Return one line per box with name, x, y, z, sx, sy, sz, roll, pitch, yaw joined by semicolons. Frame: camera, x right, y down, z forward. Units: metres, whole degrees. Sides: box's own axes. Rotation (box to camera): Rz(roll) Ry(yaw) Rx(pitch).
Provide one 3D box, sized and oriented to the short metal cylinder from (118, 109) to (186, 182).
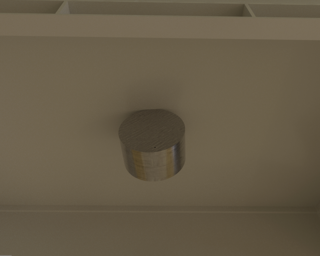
short metal cylinder;-0.008;0.020;0.390;0.080;0.080;0.050;-3;130;2
